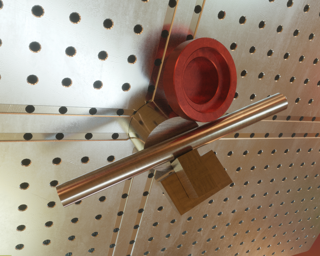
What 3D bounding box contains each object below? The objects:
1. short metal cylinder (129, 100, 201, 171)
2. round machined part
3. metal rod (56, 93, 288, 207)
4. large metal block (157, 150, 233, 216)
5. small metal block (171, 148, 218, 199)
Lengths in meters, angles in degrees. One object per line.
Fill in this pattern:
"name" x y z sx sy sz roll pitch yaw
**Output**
"short metal cylinder" 0.006 0.009 0.405 0.081 0.050 0.079 -14 125 -21
"round machined part" 0.044 -0.057 0.375 0.099 0.042 0.097 -5 99 -34
"metal rod" 0.027 0.019 0.374 0.302 0.025 0.025 -22 127 -16
"large metal block" 0.045 0.077 0.439 0.080 0.050 0.080 -31 173 -9
"small metal block" 0.040 0.056 0.374 0.025 0.050 0.050 -26 170 -12
